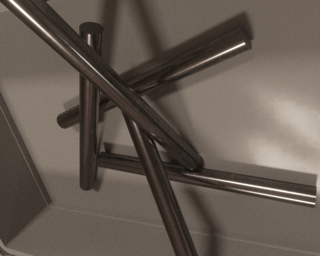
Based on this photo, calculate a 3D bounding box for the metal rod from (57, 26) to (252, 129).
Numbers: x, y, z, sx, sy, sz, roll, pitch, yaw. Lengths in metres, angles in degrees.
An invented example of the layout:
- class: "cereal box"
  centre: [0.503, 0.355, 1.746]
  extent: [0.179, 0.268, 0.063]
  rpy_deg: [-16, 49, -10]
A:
- class: "metal rod"
  centre: [-0.031, -0.050, 0.392]
  extent: [0.300, 0.025, 0.025]
  rpy_deg: [-19, 109, 35]

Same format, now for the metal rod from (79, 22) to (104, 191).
- class: "metal rod"
  centre: [-0.098, -0.003, 0.427]
  extent: [0.025, 0.025, 0.298]
  rpy_deg: [27, 137, 11]

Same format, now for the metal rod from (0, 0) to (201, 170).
- class: "metal rod"
  centre: [-0.040, -0.035, 0.321]
  extent: [0.025, 0.025, 0.300]
  rpy_deg: [-14, 139, 33]

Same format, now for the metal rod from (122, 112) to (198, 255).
- class: "metal rod"
  centre: [0.015, 0.107, 0.369]
  extent: [0.025, 0.025, 0.299]
  rpy_deg: [-25, 84, 36]

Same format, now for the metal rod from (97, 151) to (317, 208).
- class: "metal rod"
  centre: [0.045, 0.065, 0.423]
  extent: [0.301, 0.025, 0.025]
  rpy_deg: [7, 121, 24]
